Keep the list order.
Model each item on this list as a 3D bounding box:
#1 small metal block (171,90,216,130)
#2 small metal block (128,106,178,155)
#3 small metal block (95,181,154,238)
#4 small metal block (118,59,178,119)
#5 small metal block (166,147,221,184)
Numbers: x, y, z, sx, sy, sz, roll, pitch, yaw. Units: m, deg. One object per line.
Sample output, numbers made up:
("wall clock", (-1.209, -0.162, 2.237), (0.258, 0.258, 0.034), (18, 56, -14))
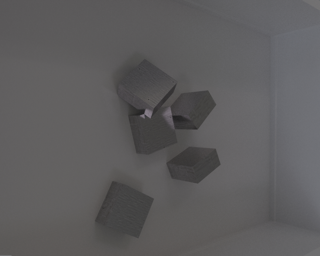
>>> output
("small metal block", (0.040, -0.024, 0.424), (0.050, 0.050, 0.025), (-50, 120, -28))
("small metal block", (-0.008, 0.002, 0.399), (0.050, 0.025, 0.050), (-20, 103, -38))
("small metal block", (-0.041, 0.098, 0.372), (0.050, 0.025, 0.050), (35, 68, -35))
("small metal block", (-0.015, -0.048, 0.377), (0.050, 0.025, 0.050), (36, 62, 7))
("small metal block", (0.046, 0.050, 0.429), (0.050, 0.050, 0.025), (-31, 110, -36))
